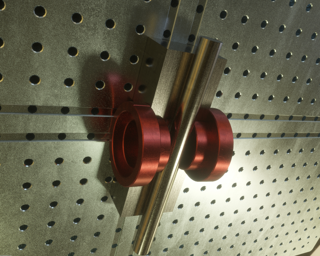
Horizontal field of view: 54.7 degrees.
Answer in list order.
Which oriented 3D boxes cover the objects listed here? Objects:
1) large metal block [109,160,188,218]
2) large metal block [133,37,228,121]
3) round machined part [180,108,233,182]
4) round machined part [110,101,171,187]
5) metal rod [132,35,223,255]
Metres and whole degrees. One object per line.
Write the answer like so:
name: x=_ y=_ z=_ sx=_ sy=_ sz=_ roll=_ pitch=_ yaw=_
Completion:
large metal block: x=-0.017 y=0.072 z=0.430 sx=0.081 sy=0.050 sz=0.079 roll=3 pitch=117 yaw=-30
large metal block: x=0.022 y=-0.057 z=0.371 sx=0.081 sy=0.050 sz=0.079 roll=2 pitch=118 yaw=-30
round machined part: x=0.048 y=0.021 z=0.402 sx=0.042 sy=0.098 sz=0.097 roll=4 pitch=117 yaw=-25
round machined part: x=-0.022 y=0.018 z=0.362 sx=0.042 sy=0.098 sz=0.097 roll=2 pitch=118 yaw=-29
metal rod: x=0.013 y=0.039 z=0.378 sx=0.025 sy=0.025 sz=0.298 roll=3 pitch=117 yaw=-30
